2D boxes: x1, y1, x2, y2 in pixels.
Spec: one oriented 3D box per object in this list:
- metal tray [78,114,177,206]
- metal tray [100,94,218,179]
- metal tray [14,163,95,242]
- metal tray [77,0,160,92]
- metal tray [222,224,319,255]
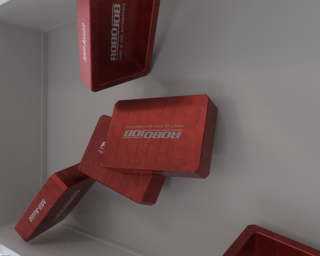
[{"bbox_3d":[-0.047,0.040,0.425,0.130,0.030,0.090,17,82,38],"label":"metal tray"},{"bbox_3d":[-0.002,0.010,0.370,0.130,0.030,0.090,-1,67,29],"label":"metal tray"},{"bbox_3d":[-0.157,0.111,0.484,0.030,0.090,0.129,45,113,11],"label":"metal tray"},{"bbox_3d":[-0.050,-0.112,0.373,0.030,0.091,0.129,47,145,29],"label":"metal tray"},{"bbox_3d":[0.117,0.141,0.264,0.130,0.091,0.030,14,119,39],"label":"metal tray"}]
